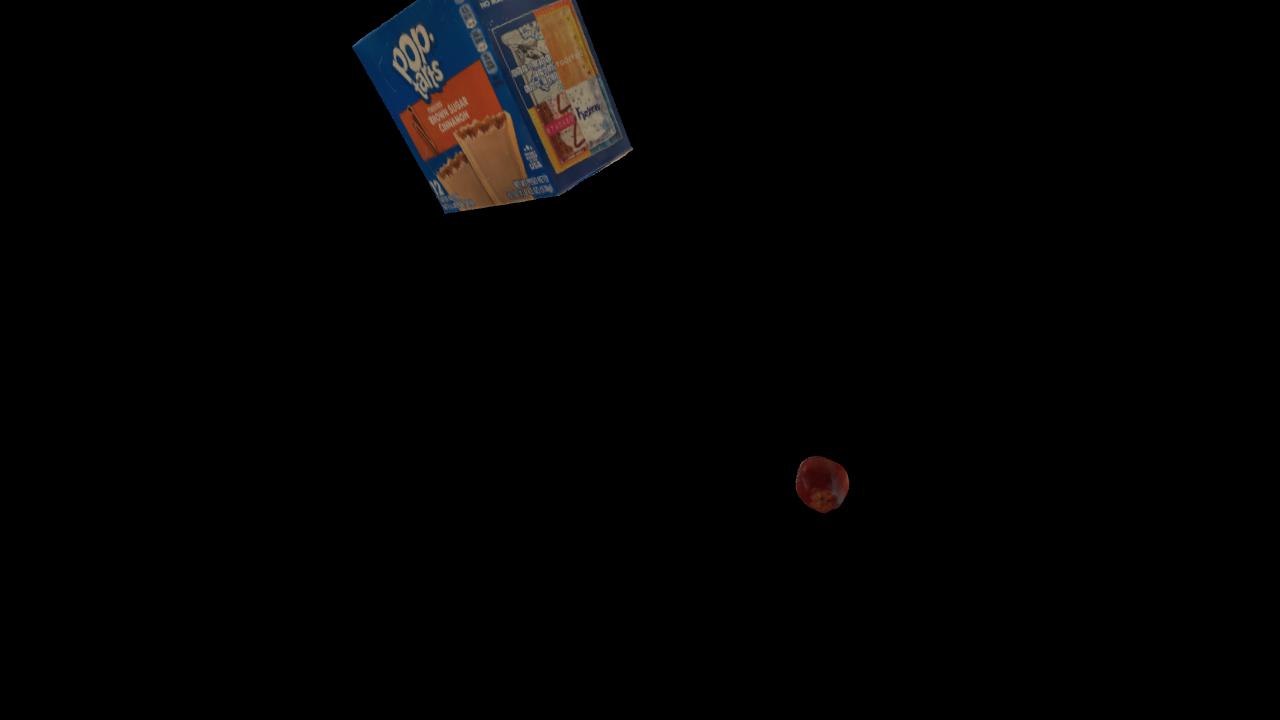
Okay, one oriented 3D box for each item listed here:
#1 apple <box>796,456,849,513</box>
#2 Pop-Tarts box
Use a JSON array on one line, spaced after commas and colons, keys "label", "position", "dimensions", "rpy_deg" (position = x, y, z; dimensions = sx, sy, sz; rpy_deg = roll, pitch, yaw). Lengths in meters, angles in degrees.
[{"label": "apple", "position": [0.271, 0.184, 0.919], "dimensions": [0.079, 0.079, 0.093], "rpy_deg": [0, 22, 20]}, {"label": "Pop-Tarts box", "position": [-0.111, -0.194, 0.455], "dimensions": [0.167, 0.141, 0.083], "rpy_deg": [8, 41, 45]}]
